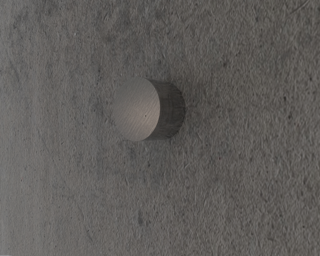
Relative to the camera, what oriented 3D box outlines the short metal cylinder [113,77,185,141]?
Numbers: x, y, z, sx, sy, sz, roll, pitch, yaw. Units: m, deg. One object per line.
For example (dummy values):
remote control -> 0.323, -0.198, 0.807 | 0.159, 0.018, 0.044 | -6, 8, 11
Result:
short metal cylinder -> -0.014, -0.023, 0.402 | 0.080, 0.050, 0.080 | 0, 90, 40
